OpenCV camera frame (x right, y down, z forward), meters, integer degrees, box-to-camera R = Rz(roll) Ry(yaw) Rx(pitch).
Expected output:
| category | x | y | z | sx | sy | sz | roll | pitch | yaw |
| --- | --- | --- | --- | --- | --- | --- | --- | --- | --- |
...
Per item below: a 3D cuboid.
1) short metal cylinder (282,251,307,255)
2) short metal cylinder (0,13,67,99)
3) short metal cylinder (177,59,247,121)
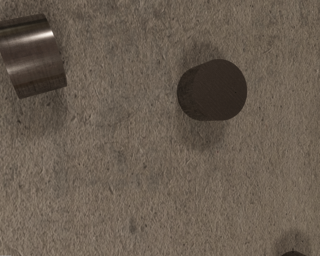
| category | x | y | z | sx | sy | sz | roll | pitch | yaw |
| --- | --- | --- | --- | --- | --- | --- | --- | --- | --- |
| short metal cylinder | 0.221 | 0.240 | 0.480 | 0.081 | 0.050 | 0.079 | 0 | 90 | -21 |
| short metal cylinder | -0.137 | -0.076 | 0.329 | 0.050 | 0.080 | 0.080 | -20 | 97 | -19 |
| short metal cylinder | 0.070 | -0.049 | 0.423 | 0.081 | 0.050 | 0.079 | 0 | 90 | -21 |
